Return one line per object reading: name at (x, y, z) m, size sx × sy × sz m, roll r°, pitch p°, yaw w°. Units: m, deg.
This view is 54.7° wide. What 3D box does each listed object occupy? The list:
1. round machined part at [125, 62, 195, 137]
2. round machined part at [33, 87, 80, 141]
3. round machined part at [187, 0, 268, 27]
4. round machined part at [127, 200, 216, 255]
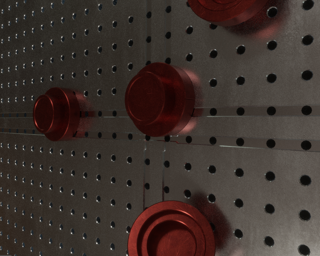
round machined part at (-0.007, -0.037, 0.403) m, size 0.098 × 0.042 × 0.097 m, roll 0°, pitch 90°, yaw 39°
round machined part at (-0.190, -0.025, 0.552) m, size 0.098 × 0.042 × 0.097 m, roll 0°, pitch 90°, yaw 39°
round machined part at (0.079, -0.158, 0.332) m, size 0.098 × 0.042 × 0.097 m, roll 0°, pitch 90°, yaw 39°
round machined part at (0.014, 0.139, 0.363) m, size 0.099 × 0.042 × 0.098 m, roll -2°, pitch 60°, yaw 4°
